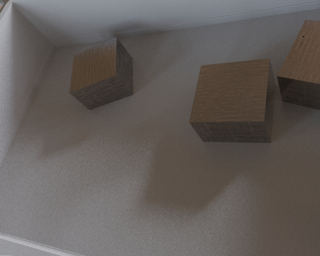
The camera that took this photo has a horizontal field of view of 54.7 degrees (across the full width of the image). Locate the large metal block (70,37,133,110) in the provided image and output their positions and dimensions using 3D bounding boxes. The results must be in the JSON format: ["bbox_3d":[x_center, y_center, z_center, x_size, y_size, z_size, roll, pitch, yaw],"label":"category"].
[{"bbox_3d":[-0.090,-0.085,0.489,0.080,0.050,0.080,-17,55,18],"label":"large metal block"}]

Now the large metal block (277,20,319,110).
[{"bbox_3d":[0.184,-0.065,0.333,0.080,0.050,0.080,20,72,35],"label":"large metal block"}]

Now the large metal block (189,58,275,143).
[{"bbox_3d":[0.087,-0.030,0.362,0.080,0.050,0.080,0,62,28],"label":"large metal block"}]
